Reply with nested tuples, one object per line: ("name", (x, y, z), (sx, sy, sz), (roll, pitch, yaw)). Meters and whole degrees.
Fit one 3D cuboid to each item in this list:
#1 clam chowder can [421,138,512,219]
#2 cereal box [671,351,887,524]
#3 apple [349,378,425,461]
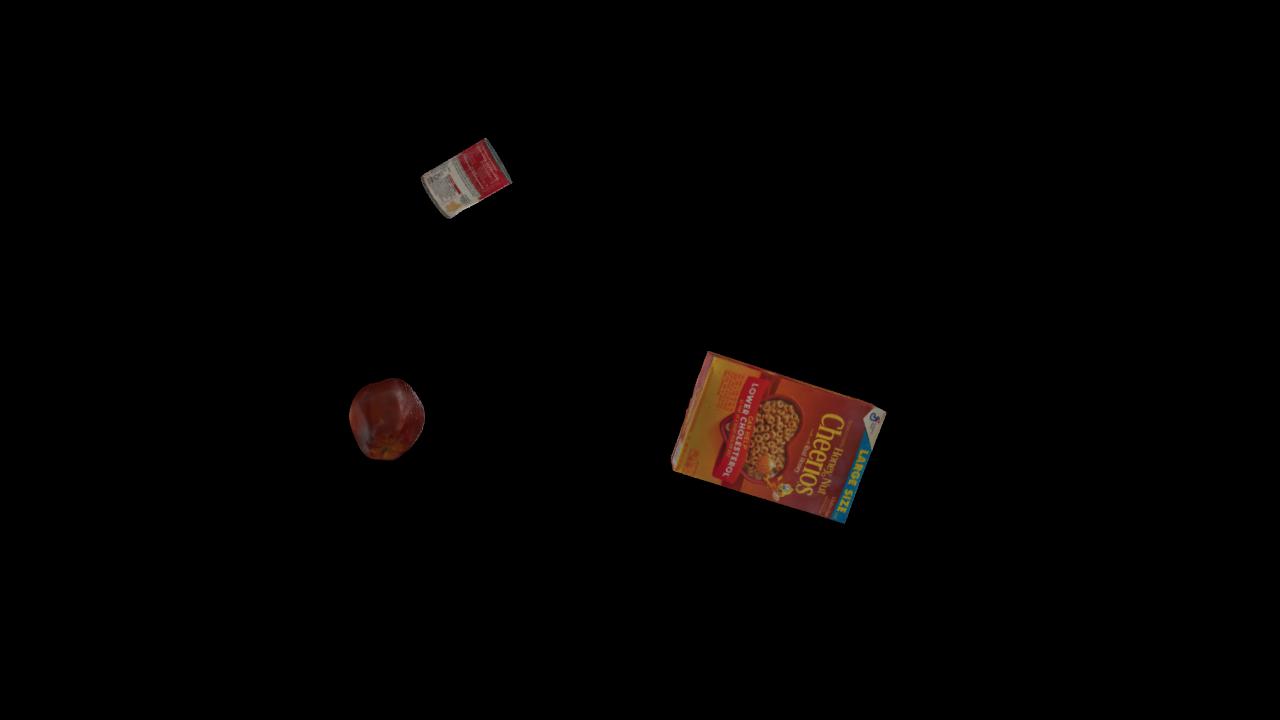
("clam chowder can", (-0.234, -0.245, 0.834), (0.102, 0.068, 0.068), (-29, -1, 2))
("cereal box", (0.226, 0.127, 1.021), (0.306, 0.203, 0.081), (18, 7, -4))
("apple", (-0.279, 0.066, 0.681), (0.079, 0.079, 0.093), (0, 42, -26))
